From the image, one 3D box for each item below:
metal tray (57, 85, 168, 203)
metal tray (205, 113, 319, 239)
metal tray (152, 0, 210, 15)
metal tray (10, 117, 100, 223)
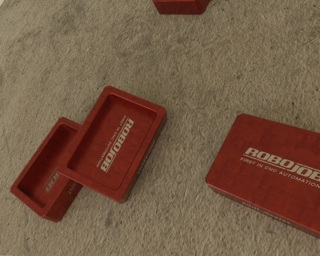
[{"bbox_3d":[-0.057,0.019,0.397,0.090,0.030,0.130,23,72,11],"label":"metal tray"},{"bbox_3d":[0.123,0.044,0.309,0.130,0.030,0.090,19,72,35],"label":"metal tray"},{"bbox_3d":[0.054,-0.252,0.527,0.090,0.030,0.130,15,69,34],"label":"metal tray"},{"bbox_3d":[-0.143,0.054,0.442,0.090,0.030,0.130,21,72,35],"label":"metal tray"}]
